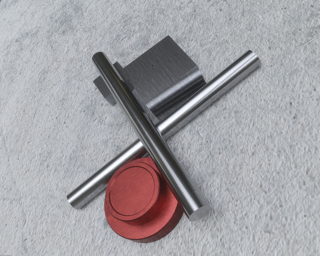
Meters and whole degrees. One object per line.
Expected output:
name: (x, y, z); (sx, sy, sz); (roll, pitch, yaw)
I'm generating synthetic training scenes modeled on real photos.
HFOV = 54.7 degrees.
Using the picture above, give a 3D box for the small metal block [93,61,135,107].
small metal block: (-0.070, -0.069, 0.484); (0.050, 0.025, 0.050); (-40, 51, 0)

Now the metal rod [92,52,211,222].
metal rod: (-0.028, -0.013, 0.394); (0.025, 0.025, 0.300); (-37, 51, 3)

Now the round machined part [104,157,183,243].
round machined part: (-0.023, 0.078, 0.357); (0.098, 0.042, 0.098); (-13, 56, 20)

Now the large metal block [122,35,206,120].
large metal block: (0.007, -0.068, 0.428); (0.080, 0.050, 0.080); (-36, 51, 4)

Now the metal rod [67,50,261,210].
metal rod: (0.004, 0.003, 0.402); (0.300, 0.025, 0.025); (-39, 51, 1)
